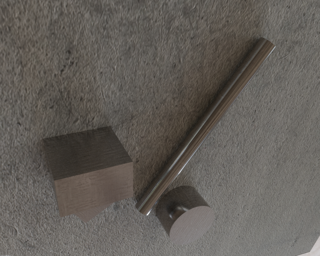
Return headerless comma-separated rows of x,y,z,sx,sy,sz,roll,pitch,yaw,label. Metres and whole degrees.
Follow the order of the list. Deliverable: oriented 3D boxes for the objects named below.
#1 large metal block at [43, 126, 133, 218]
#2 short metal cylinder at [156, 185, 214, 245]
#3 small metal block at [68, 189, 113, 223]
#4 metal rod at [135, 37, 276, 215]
-0.083,0.045,0.355,0.081,0.080,0.050,-12,124,-23,large metal block
0.040,0.141,0.502,0.081,0.050,0.079,-14,125,-21,short metal cylinder
-0.095,0.091,0.412,0.050,0.025,0.050,-36,130,-5,small metal block
0.059,0.004,0.443,0.025,0.025,0.299,28,103,-38,metal rod
